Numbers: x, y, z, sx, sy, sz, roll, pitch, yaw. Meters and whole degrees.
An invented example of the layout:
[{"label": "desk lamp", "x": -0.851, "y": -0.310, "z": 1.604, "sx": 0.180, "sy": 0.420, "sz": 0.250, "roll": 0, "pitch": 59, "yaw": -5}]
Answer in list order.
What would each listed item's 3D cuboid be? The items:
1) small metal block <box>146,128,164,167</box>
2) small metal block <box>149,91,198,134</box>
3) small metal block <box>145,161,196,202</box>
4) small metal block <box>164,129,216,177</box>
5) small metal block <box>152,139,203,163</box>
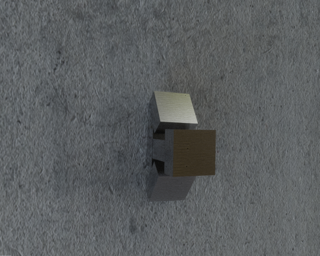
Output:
[{"label": "small metal block", "x": 0.010, "y": 0.026, "z": 0.416, "sx": 0.050, "sy": 0.025, "sz": 0.050, "roll": 3, "pitch": 89, "yaw": -21}, {"label": "small metal block", "x": 0.016, "y": -0.020, "z": 0.405, "sx": 0.050, "sy": 0.025, "sz": 0.050, "roll": 3, "pitch": 53, "yaw": -20}, {"label": "small metal block", "x": 0.013, "y": 0.069, "z": 0.403, "sx": 0.050, "sy": 0.025, "sz": 0.050, "roll": 2, "pitch": 130, "yaw": -20}, {"label": "small metal block", "x": 0.033, "y": 0.027, "z": 0.344, "sx": 0.050, "sy": 0.025, "sz": 0.050, "roll": 1, "pitch": 90, "yaw": -21}, {"label": "small metal block", "x": 0.023, "y": 0.027, "z": 0.379, "sx": 0.050, "sy": 0.050, "sz": 0.025, "roll": 3, "pitch": 89, "yaw": -20}]
